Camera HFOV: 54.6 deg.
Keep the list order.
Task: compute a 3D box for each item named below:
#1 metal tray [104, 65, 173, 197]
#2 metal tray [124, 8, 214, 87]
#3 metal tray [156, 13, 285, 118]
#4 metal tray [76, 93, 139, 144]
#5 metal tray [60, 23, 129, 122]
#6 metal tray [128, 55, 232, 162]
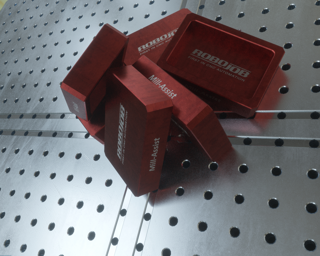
[{"bbox_3d":[-0.031,0.005,0.361,0.030,0.129,0.090,-16,43,-30],"label":"metal tray"},{"bbox_3d":[0.007,-0.116,0.450,0.131,0.030,0.090,-29,54,-8],"label":"metal tray"},{"bbox_3d":[0.073,-0.080,0.385,0.130,0.030,0.090,27,75,14],"label":"metal tray"},{"bbox_3d":[-0.066,-0.050,0.471,0.130,0.030,0.090,-43,52,-2],"label":"metal tray"},{"bbox_3d":[-0.081,-0.063,0.393,0.030,0.130,0.090,33,76,-5],"label":"metal tray"},{"bbox_3d":[0.021,-0.024,0.370,0.030,0.090,0.130,-44,51,-2],"label":"metal tray"}]
